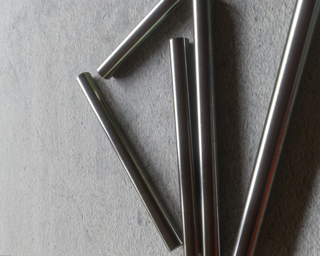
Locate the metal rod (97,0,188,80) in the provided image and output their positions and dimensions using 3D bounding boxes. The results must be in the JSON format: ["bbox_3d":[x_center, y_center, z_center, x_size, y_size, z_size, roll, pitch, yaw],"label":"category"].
[{"bbox_3d":[0.014,-0.159,0.393,0.299,0.025,0.025,-37,68,34],"label":"metal rod"}]

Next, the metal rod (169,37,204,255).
[{"bbox_3d":[0.034,0.040,0.377,0.025,0.025,0.298,-6,86,40],"label":"metal rod"}]

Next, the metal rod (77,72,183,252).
[{"bbox_3d":[-0.051,0.033,0.447,0.025,0.025,0.299,-47,62,30],"label":"metal rod"}]

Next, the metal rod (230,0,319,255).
[{"bbox_3d":[0.114,0.010,0.310,0.025,0.025,0.298,19,102,38],"label":"metal rod"}]

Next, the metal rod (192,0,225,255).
[{"bbox_3d":[0.056,-0.003,0.358,0.025,0.025,0.298,-4,88,40],"label":"metal rod"}]
